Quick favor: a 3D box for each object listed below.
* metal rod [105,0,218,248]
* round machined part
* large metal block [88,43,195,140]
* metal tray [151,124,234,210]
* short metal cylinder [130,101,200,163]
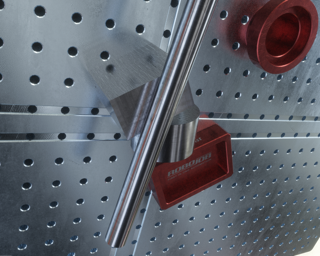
[{"bbox_3d":[-0.004,-0.001,0.304,0.025,0.025,0.298,6,115,-31],"label":"metal rod"},{"bbox_3d":[0.154,-0.124,0.407,0.099,0.042,0.097,-14,124,-21],"label":"round machined part"},{"bbox_3d":[-0.021,-0.043,0.337,0.080,0.080,0.050,-28,128,-11],"label":"large metal block"},{"bbox_3d":[0.047,0.059,0.469,0.131,0.030,0.089,-24,127,-14],"label":"metal tray"},{"bbox_3d":[0.005,-0.002,0.377,0.081,0.080,0.050,-9,123,-24],"label":"short metal cylinder"}]
